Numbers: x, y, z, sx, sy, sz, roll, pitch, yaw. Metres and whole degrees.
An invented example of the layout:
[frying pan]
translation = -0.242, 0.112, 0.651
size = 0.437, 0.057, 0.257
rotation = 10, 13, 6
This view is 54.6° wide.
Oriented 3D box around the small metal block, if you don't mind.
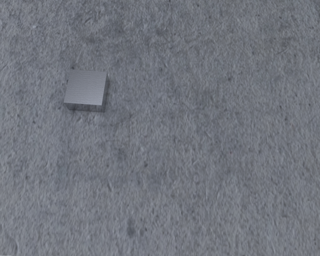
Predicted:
[small metal block]
translation = -0.099, -0.051, 0.426
size = 0.050, 0.025, 0.050
rotation = 4, 70, 1
